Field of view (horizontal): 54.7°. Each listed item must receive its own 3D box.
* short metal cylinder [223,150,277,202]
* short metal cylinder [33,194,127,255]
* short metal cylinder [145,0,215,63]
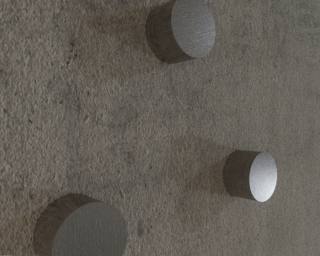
[{"bbox_3d":[0.150,0.078,0.514,0.081,0.050,0.080,0,90,-40],"label":"short metal cylinder"},{"bbox_3d":[-0.081,0.112,0.320,0.081,0.050,0.080,0,90,-40],"label":"short metal cylinder"},{"bbox_3d":[0.028,-0.129,0.411,0.081,0.050,0.080,0,90,-40],"label":"short metal cylinder"}]
